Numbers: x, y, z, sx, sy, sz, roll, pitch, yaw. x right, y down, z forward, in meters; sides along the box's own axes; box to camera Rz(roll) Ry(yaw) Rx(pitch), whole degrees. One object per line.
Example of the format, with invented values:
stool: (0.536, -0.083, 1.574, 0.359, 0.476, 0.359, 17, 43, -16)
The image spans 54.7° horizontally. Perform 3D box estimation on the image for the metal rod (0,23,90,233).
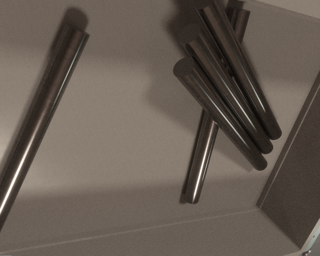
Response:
metal rod: (-0.152, 0.028, 0.343, 0.025, 0.025, 0.298, 18, 109, -36)

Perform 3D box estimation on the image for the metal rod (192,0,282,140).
metal rod: (0.118, -0.058, 0.412, 0.025, 0.025, 0.300, -45, 138, 3)

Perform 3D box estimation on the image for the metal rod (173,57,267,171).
metal rod: (0.101, 0.000, 0.437, 0.025, 0.025, 0.301, -46, 139, 4)

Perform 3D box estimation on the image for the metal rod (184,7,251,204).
metal rod: (0.075, -0.013, 0.443, 0.025, 0.025, 0.298, -5, 121, -26)

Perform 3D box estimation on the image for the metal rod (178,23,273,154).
metal rod: (0.106, -0.030, 0.420, 0.025, 0.025, 0.301, -46, 139, 4)
